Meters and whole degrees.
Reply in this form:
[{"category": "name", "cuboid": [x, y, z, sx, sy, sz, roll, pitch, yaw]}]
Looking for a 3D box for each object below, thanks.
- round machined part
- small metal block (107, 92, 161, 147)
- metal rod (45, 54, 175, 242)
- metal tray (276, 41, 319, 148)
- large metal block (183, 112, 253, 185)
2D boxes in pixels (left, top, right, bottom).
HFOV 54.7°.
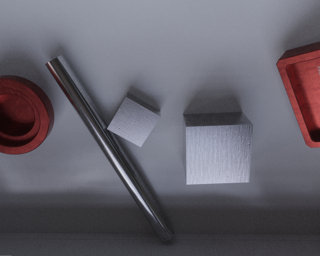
[{"category": "round machined part", "cuboid": [-0.183, -0.019, 0.393, 0.099, 0.042, 0.097, 0, 110, -1]}, {"category": "small metal block", "cuboid": [-0.034, -0.011, 0.407, 0.050, 0.025, 0.050, 30, 107, -11]}, {"category": "metal rod", "cuboid": [-0.059, 0.040, 0.425, 0.025, 0.025, 0.299, -27, 108, 9]}, {"category": "metal tray", "cuboid": [0.206, -0.039, 0.369, 0.090, 0.030, 0.130, -8, 117, 47]}, {"category": "large metal block", "cuboid": [0.073, 0.026, 0.409, 0.081, 0.050, 0.079, -2, 110, 0]}]
